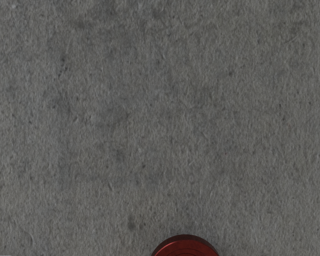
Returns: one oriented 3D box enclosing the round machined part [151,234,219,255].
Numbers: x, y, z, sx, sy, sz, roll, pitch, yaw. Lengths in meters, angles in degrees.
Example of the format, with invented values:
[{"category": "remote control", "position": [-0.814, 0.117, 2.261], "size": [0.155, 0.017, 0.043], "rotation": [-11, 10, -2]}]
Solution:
[{"category": "round machined part", "position": [0.033, 0.186, 0.402], "size": [0.099, 0.042, 0.097], "rotation": [0, 90, -1]}]
